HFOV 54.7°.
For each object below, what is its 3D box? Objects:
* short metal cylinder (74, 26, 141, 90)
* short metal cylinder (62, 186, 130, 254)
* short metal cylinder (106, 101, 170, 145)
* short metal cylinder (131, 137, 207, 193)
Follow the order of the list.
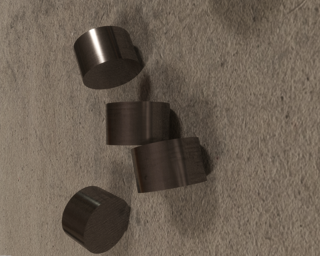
[{"bbox_3d":[-0.072,-0.094,0.427,0.080,0.081,0.050,-31,71,35],"label":"short metal cylinder"},{"bbox_3d":[-0.090,0.129,0.441,0.050,0.081,0.079,15,100,39],"label":"short metal cylinder"},{"bbox_3d":[-0.027,-0.005,0.390,0.080,0.081,0.050,-1,89,39],"label":"short metal cylinder"},{"bbox_3d":[0.010,0.043,0.359,0.080,0.081,0.050,-17,80,38],"label":"short metal cylinder"}]
